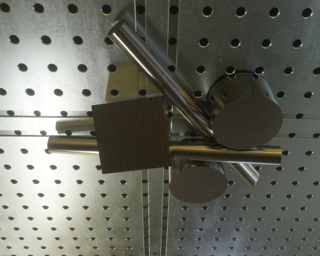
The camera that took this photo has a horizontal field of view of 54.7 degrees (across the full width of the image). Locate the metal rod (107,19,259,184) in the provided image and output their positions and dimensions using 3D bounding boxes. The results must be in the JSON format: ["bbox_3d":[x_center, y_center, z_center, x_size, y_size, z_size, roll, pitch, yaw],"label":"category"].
[{"bbox_3d":[0.047,-0.014,0.396,0.025,0.025,0.300,-31,124,23],"label":"metal rod"}]

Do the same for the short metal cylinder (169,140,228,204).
[{"bbox_3d":[0.053,0.064,0.445,0.081,0.050,0.079,0,130,0],"label":"short metal cylinder"}]

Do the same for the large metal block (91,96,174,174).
[{"bbox_3d":[-0.030,0.006,0.372,0.080,0.050,0.079,-7,95,6],"label":"large metal block"}]

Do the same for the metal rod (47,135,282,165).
[{"bbox_3d":[0.002,0.029,0.409,0.302,0.025,0.025,3,131,5],"label":"metal rod"}]

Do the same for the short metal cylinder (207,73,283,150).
[{"bbox_3d":[0.100,-0.020,0.375,0.081,0.050,0.079,0,130,0],"label":"short metal cylinder"}]
